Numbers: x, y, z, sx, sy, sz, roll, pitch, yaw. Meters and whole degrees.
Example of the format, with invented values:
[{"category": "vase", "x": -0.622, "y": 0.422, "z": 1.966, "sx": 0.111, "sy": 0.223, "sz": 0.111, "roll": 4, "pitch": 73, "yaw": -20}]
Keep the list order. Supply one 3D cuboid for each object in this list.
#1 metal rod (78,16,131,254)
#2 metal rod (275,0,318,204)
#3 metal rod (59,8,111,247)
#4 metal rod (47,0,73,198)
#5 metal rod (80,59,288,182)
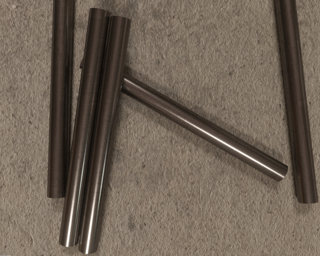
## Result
[{"category": "metal rod", "x": -0.071, "y": 0.014, "z": 0.392, "sx": 0.025, "sy": 0.025, "sz": 0.298, "roll": 9, "pitch": 97, "yaw": -1}, {"category": "metal rod", "x": 0.180, "y": -0.051, "z": 0.412, "sx": 0.025, "sy": 0.025, "sz": 0.298, "roll": -6, "pitch": 90, "yaw": 0}, {"category": "metal rod", "x": -0.096, "y": 0.004, "z": 0.392, "sx": 0.025, "sy": 0.025, "sz": 0.298, "roll": 9, "pitch": 96, "yaw": -1}, {"category": "metal rod", "x": -0.131, "y": -0.059, "z": 0.408, "sx": 0.025, "sy": 0.025, "sz": 0.298, "roll": 2, "pitch": 90, "yaw": -1}, {"category": "metal rod", "x": 0.032, "y": -0.014, "z": 0.410, "sx": 0.301, "sy": 0.025, "sz": 0.025, "roll": 30, "pitch": 90, "yaw": -1}]
